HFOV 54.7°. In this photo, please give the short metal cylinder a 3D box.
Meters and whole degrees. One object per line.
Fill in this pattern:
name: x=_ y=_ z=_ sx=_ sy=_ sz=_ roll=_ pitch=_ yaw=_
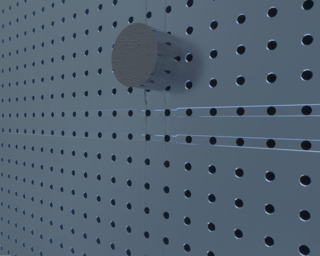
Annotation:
short metal cylinder: x=-0.017 y=-0.091 z=0.406 sx=0.080 sy=0.050 sz=0.079 roll=0 pitch=90 yaw=39
